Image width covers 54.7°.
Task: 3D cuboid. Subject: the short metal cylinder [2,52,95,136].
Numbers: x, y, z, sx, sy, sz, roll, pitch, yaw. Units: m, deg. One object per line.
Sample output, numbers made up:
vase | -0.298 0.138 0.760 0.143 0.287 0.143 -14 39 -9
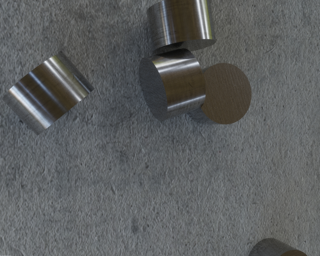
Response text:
short metal cylinder | -0.119 -0.037 0.336 0.080 0.080 0.050 -43 104 -15

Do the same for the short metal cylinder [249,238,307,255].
short metal cylinder | 0.178 0.212 0.461 0.081 0.050 0.080 0 90 -20

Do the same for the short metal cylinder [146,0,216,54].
short metal cylinder | 0.027 -0.126 0.389 0.081 0.080 0.050 -10 94 -20

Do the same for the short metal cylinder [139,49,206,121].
short metal cylinder | 0.013 -0.054 0.384 0.050 0.080 0.080 -19 97 -19

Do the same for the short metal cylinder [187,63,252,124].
short metal cylinder | 0.076 -0.045 0.423 0.081 0.050 0.080 0 90 -20
